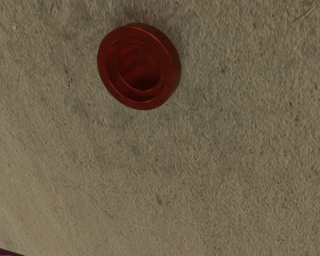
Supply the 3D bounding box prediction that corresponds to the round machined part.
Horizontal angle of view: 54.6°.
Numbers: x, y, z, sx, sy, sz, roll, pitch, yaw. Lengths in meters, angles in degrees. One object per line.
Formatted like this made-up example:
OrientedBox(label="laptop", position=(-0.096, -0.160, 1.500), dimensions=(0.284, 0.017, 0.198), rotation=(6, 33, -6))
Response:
OrientedBox(label="round machined part", position=(-0.020, -0.073, 0.362), dimensions=(0.098, 0.042, 0.097), rotation=(13, 124, 21))
